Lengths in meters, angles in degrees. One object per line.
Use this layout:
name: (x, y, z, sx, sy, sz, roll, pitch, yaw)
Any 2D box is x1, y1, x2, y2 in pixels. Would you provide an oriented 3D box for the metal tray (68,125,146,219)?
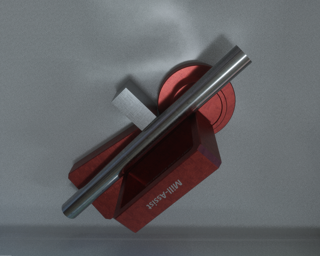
metal tray: (-0.047, 0.059, 0.428, 0.130, 0.030, 0.090, -33, 107, 11)

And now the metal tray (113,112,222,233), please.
metal tray: (0.006, 0.047, 0.352, 0.030, 0.090, 0.130, 41, 111, -17)

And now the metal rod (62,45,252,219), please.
metal rod: (-0.016, 0.016, 0.374, 0.299, 0.025, 0.025, -42, 105, 18)

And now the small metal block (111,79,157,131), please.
small metal block: (-0.030, -0.030, 0.385, 0.025, 0.050, 0.050, -43, 105, 14)

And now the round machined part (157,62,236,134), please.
round machined part: (0.046, -0.031, 0.390, 0.099, 0.042, 0.097, 0, 110, -1)
